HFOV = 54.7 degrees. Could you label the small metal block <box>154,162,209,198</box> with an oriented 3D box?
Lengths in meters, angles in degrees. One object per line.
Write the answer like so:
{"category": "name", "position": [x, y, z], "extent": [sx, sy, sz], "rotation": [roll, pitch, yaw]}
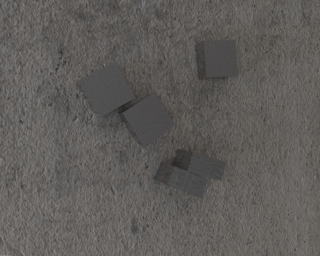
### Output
{"category": "small metal block", "position": [0.027, 0.067, 0.406], "extent": [0.050, 0.050, 0.025], "rotation": [24, 82, -19]}

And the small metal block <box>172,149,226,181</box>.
{"category": "small metal block", "position": [0.051, 0.049, 0.415], "extent": [0.050, 0.050, 0.025], "rotation": [18, 84, -19]}

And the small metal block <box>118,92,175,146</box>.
{"category": "small metal block", "position": [-0.018, -0.011, 0.402], "extent": [0.050, 0.025, 0.050], "rotation": [-35, 102, -17]}

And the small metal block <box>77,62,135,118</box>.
{"category": "small metal block", "position": [-0.067, -0.046, 0.384], "extent": [0.050, 0.025, 0.050], "rotation": [-32, 101, -17]}

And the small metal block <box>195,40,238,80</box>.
{"category": "small metal block", "position": [0.080, -0.096, 0.438], "extent": [0.050, 0.025, 0.050], "rotation": [-6, 92, -20]}
